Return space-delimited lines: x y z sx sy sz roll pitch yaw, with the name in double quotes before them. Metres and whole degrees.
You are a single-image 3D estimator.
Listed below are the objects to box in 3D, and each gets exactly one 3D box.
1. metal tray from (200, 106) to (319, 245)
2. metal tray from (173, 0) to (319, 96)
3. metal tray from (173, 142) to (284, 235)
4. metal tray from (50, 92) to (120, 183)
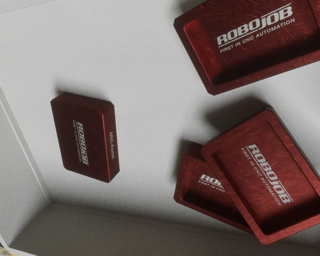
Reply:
"metal tray" 0.118 0.053 0.343 0.090 0.030 0.130 -34 87 23
"metal tray" 0.087 -0.092 0.294 0.130 0.030 0.090 -16 110 40
"metal tray" 0.088 0.082 0.409 0.130 0.030 0.089 20 126 16
"metal tray" -0.112 0.016 0.475 0.090 0.030 0.129 13 124 20
